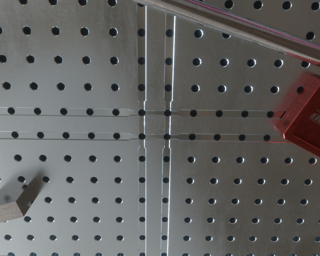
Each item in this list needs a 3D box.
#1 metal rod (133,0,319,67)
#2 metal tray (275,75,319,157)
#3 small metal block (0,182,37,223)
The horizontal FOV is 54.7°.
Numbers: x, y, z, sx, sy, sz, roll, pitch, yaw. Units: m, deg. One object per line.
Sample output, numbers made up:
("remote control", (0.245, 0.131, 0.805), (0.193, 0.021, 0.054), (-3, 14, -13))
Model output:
("metal rod", (0.116, -0.114, 0.372), (0.302, 0.025, 0.025), (17, 109, -7))
("metal tray", (0.236, -0.001, 0.413), (0.131, 0.030, 0.089), (27, 108, -10))
("small metal block", (-0.210, 0.106, 0.436), (0.050, 0.050, 0.025), (-15, 110, 5))
